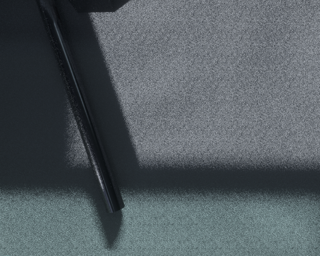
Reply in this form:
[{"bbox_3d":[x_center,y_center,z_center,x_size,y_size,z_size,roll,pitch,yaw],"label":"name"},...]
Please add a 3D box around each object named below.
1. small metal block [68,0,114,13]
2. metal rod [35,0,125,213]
[{"bbox_3d":[-0.088,-0.170,0.398,0.050,0.050,0.025,-1,90,-1],"label":"small metal block"},{"bbox_3d":[-0.106,-0.034,0.409,0.025,0.025,0.298,-18,90,0],"label":"metal rod"}]
